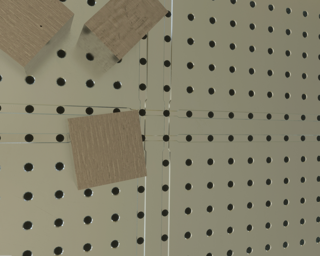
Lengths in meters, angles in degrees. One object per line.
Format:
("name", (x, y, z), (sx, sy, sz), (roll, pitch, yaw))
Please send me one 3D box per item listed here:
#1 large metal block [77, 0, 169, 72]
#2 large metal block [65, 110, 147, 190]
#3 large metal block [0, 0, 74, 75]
("large metal block", (-0.047, -0.118, 0.366), (0.050, 0.080, 0.080), (45, 76, -15))
("large metal block", (-0.067, 0.023, 0.376), (0.081, 0.050, 0.079), (-9, 93, -20))
("large metal block", (-0.155, -0.119, 0.342), (0.080, 0.050, 0.080), (41, 77, -16))
